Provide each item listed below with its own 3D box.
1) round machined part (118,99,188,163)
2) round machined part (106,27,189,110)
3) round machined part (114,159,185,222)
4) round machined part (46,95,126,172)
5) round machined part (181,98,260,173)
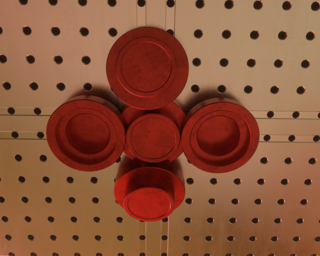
[{"bbox_3d":[-0.009,0.006,0.405,0.099,0.042,0.097,0,110,-1],"label":"round machined part"},{"bbox_3d":[-0.015,-0.070,0.366,0.099,0.042,0.097,0,96,1],"label":"round machined part"},{"bbox_3d":[-0.014,0.091,0.425,0.099,0.042,0.097,0,125,0],"label":"round machined part"},{"bbox_3d":[-0.092,0.004,0.404,0.099,0.042,0.097,0,110,-1],"label":"round machined part"},{"bbox_3d":[0.076,0.007,0.407,0.099,0.042,0.097,0,110,-1],"label":"round machined part"}]
